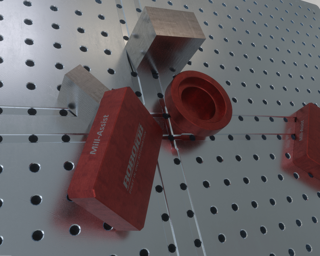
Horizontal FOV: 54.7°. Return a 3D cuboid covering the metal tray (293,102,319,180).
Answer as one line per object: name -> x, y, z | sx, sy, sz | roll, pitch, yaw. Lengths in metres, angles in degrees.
metal tray -> 0.282, 0.027, 0.540 | 0.090, 0.030, 0.130 | 31, 52, -8

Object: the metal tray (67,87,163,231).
metal tray -> -0.039, 0.032, 0.332 | 0.090, 0.030, 0.130 | 53, 38, -43

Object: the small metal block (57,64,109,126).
small metal block -> -0.090, -0.038, 0.367 | 0.050, 0.050, 0.025 | 41, 51, -1

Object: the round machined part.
round machined part -> 0.051, -0.031, 0.443 | 0.099, 0.042, 0.098 | 14, 56, -21

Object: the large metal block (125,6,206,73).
large metal block -> 0.006, -0.124, 0.451 | 0.081, 0.080, 0.050 | -6, 65, -31
